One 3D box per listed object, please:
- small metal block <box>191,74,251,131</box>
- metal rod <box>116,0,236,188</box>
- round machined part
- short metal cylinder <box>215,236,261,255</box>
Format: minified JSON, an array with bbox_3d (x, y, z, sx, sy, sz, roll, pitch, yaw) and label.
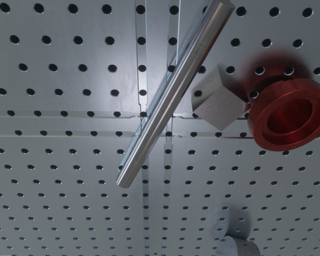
[{"bbox_3d":[0.076,-0.030,0.386,0.050,0.025,0.050,31,123,-24],"label":"small metal block"},{"bbox_3d":[0.004,-0.021,0.393,0.025,0.025,0.298,18,128,-15],"label":"metal rod"},{"bbox_3d":[0.154,-0.020,0.379,0.099,0.042,0.097,-6,132,-6],"label":"round machined part"},{"bbox_3d":[0.147,0.253,0.592,0.050,0.080,0.079,18,128,-15],"label":"short metal cylinder"}]
